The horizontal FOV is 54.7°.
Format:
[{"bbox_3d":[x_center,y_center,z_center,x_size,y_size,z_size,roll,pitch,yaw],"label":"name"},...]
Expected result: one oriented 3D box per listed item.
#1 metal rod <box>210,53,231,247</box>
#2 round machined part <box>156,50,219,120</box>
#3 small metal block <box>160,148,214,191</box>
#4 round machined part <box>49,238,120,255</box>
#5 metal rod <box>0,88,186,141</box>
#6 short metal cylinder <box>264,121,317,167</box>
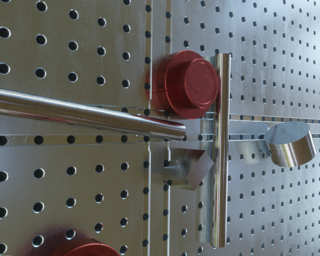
[{"bbox_3d":[0.095,0.034,0.488,0.025,0.025,0.298,3,88,-40],"label":"metal rod"},{"bbox_3d":[0.045,-0.061,0.435,0.099,0.042,0.097,0,90,-40],"label":"round machined part"},{"bbox_3d":[0.036,0.055,0.423,0.050,0.050,0.025,-49,119,-29],"label":"small metal block"},{"bbox_3d":[-0.088,0.165,0.325,0.099,0.042,0.097,0,90,-40],"label":"round machined part"},{"bbox_3d":[-0.088,-0.014,0.335,0.302,0.025,0.025,10,84,-40],"label":"metal rod"},{"bbox_3d":[0.241,0.029,0.575,0.080,0.080,0.050,-39,114,-33],"label":"short metal cylinder"}]
